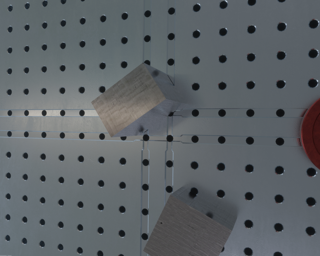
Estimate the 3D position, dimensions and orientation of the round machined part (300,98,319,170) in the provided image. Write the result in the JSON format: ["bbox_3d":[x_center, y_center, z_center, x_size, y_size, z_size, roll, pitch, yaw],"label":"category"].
[{"bbox_3d":[0.203,0.006,0.332,0.098,0.042,0.097,0,90,20],"label":"round machined part"}]

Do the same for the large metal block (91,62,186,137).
[{"bbox_3d":[-0.024,-0.032,0.392,0.080,0.080,0.050,-34,79,17],"label":"large metal block"}]

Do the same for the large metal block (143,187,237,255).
[{"bbox_3d":[0.038,0.132,0.386,0.080,0.050,0.080,27,99,18],"label":"large metal block"}]
